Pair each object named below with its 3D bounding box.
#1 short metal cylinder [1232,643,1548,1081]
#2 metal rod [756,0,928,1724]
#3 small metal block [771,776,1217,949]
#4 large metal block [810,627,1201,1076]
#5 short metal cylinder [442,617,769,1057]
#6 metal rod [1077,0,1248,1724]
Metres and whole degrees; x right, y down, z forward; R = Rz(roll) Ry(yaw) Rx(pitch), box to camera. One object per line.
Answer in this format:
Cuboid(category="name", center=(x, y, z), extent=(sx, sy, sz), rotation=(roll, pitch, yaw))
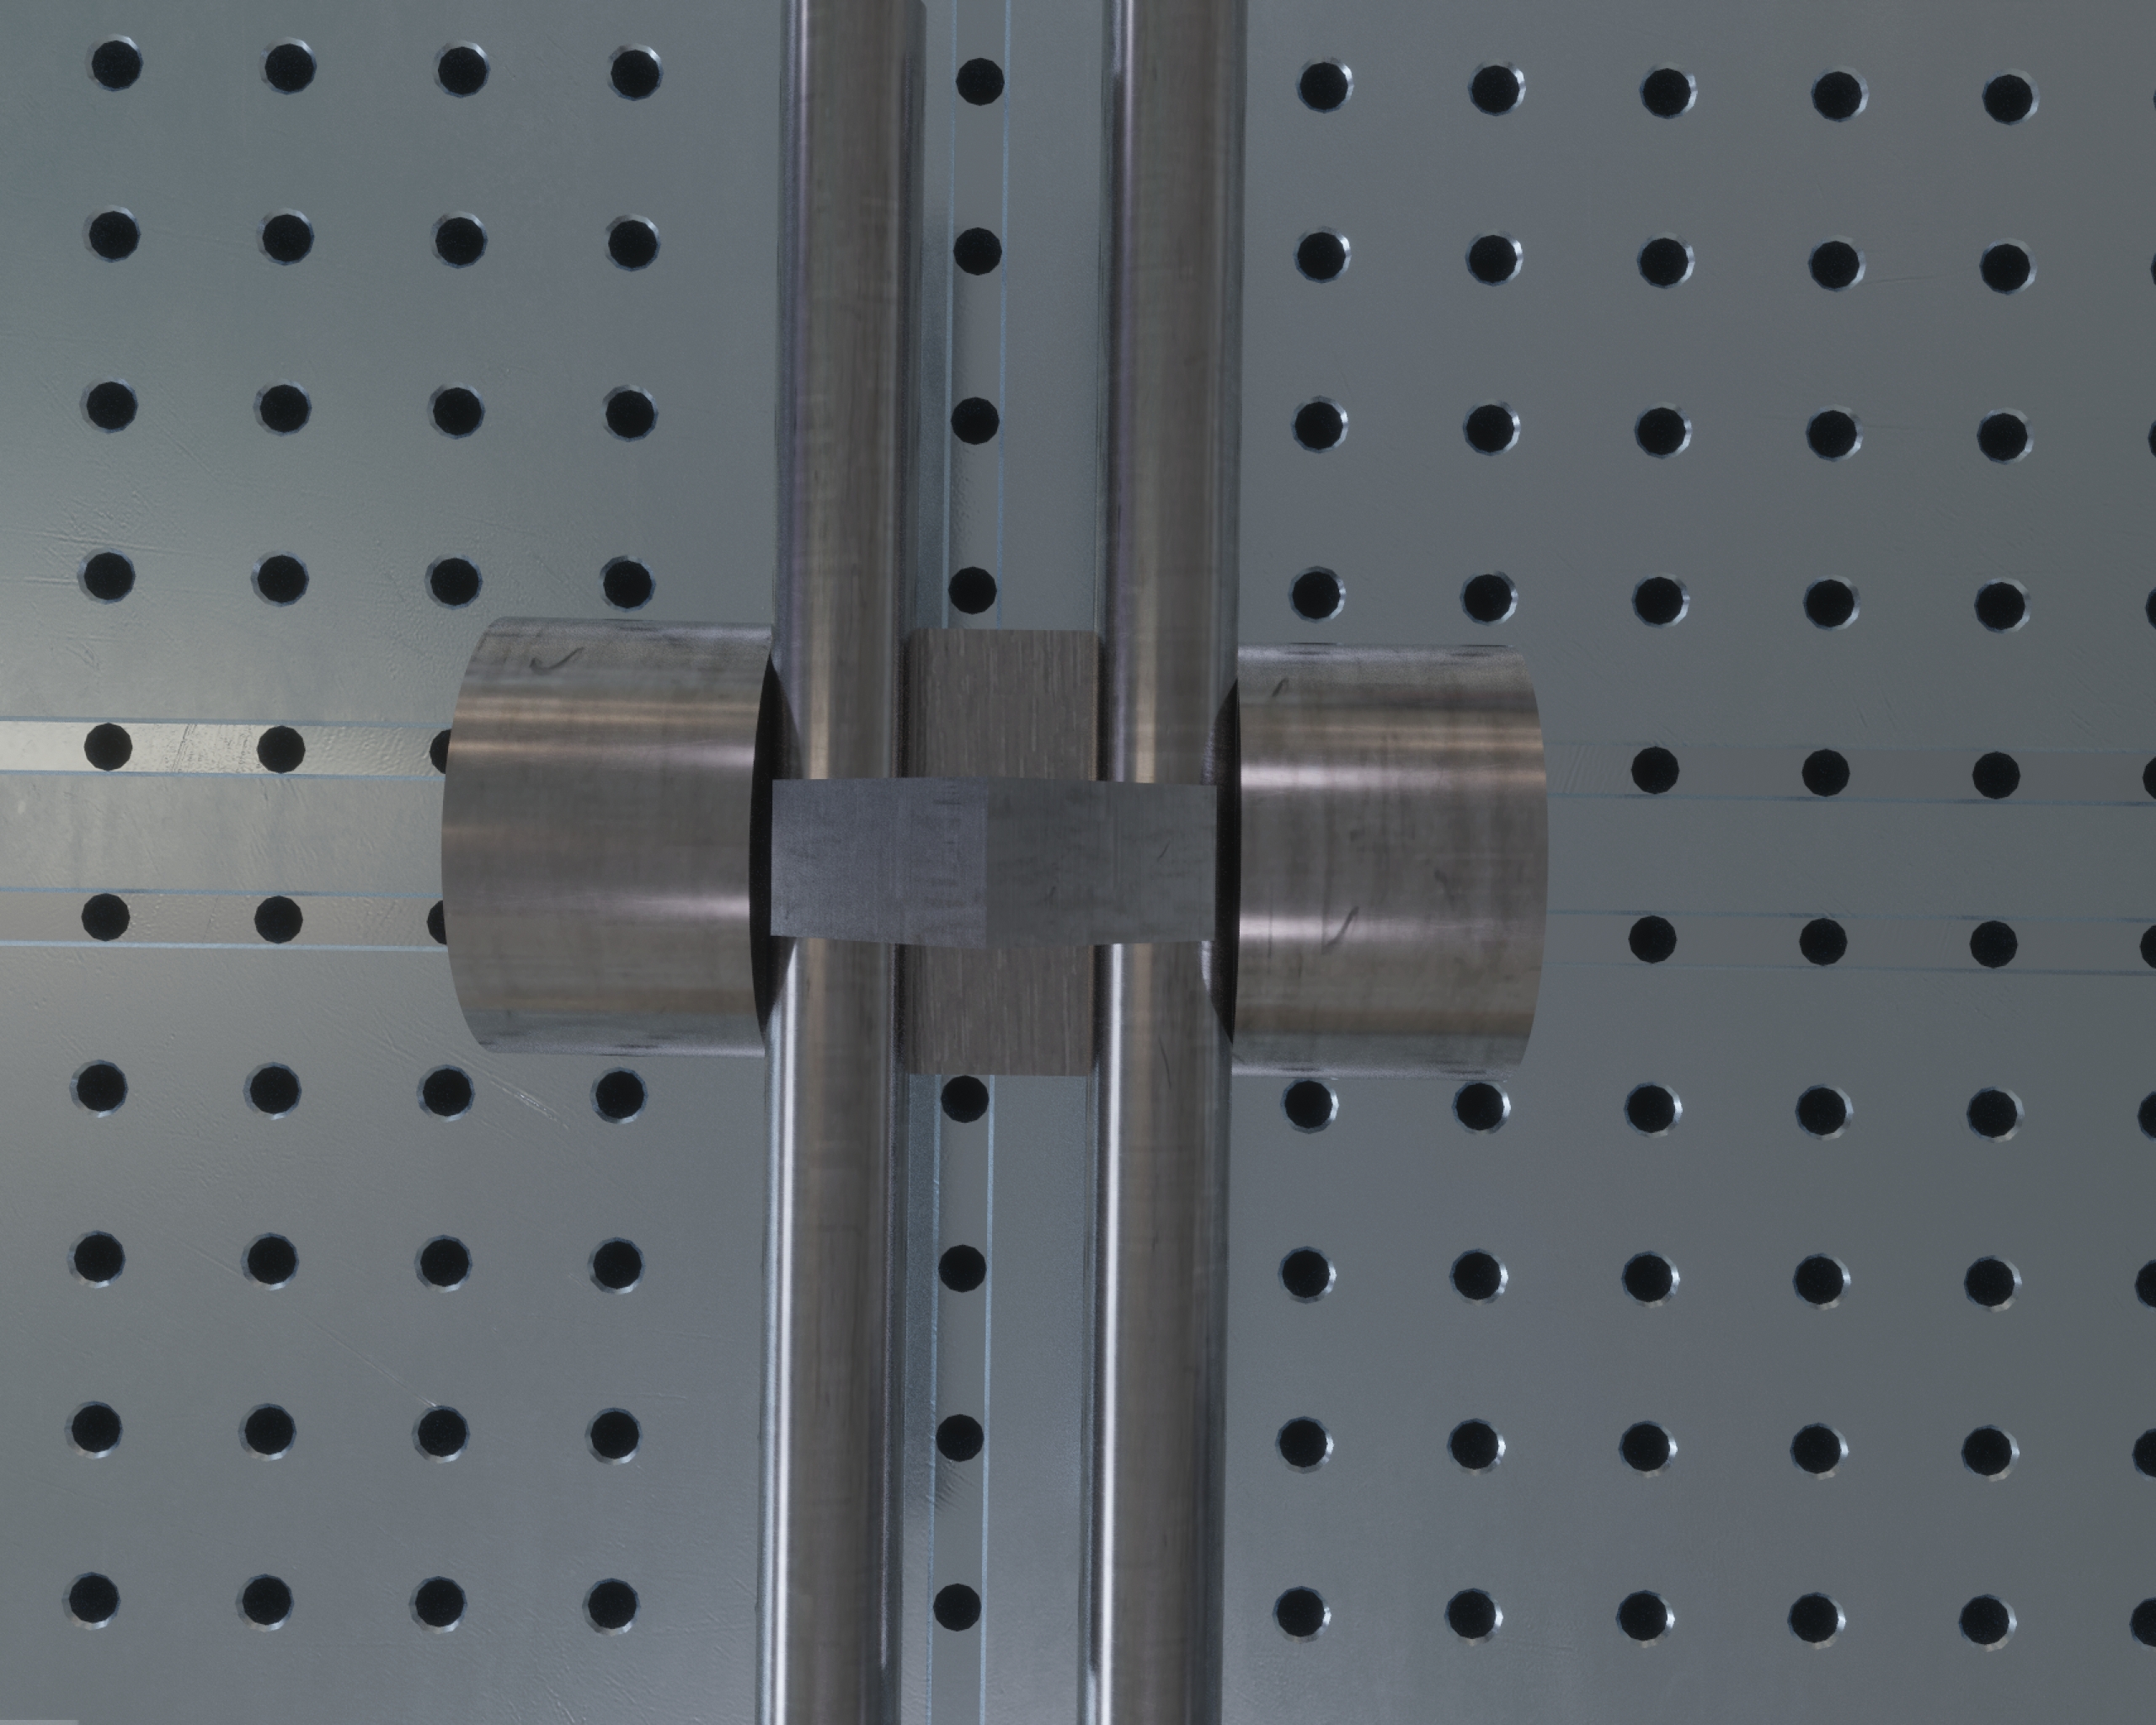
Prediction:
Cuboid(category="short metal cylinder", center=(0.053, 0.000, 0.382), extent=(0.050, 0.080, 0.079), rotation=(1, 90, 1))
Cuboid(category="metal rod", center=(-0.041, 0.002, 0.360), extent=(0.025, 0.025, 0.298), rotation=(1, 90, 0))
Cuboid(category="small metal block", center=(-0.013, 0.000, 0.334), extent=(0.050, 0.050, 0.025), rotation=(1, 91, 44))
Cuboid(category="large metal block", center=(-0.014, -0.002, 0.397), extent=(0.081, 0.050, 0.079), rotation=(1, 90, 0))
Cuboid(category="short metal cylinder", center=(-0.079, -0.004, 0.382), extent=(0.050, 0.080, 0.079), rotation=(1, 90, 0))
Cuboid(category="metal rod", center=(0.015, 0.000, 0.360), extent=(0.025, 0.025, 0.298), rotation=(1, 90, 0))
